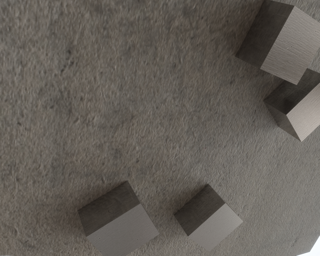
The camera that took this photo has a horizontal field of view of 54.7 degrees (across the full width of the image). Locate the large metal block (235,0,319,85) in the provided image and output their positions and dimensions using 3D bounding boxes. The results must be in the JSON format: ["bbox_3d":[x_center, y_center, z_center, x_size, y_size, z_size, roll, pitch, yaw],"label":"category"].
[{"bbox_3d":[0.162,-0.112,0.412,0.081,0.050,0.079,12,112,-34],"label":"large metal block"}]

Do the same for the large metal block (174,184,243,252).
[{"bbox_3d":[0.085,0.156,0.536,0.080,0.050,0.080,-42,130,0],"label":"large metal block"}]

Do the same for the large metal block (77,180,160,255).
[{"bbox_3d":[-0.058,0.136,0.445,0.080,0.050,0.080,-30,129,-9],"label":"large metal block"}]

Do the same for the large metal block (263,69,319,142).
[{"bbox_3d":[0.224,-0.038,0.493,0.080,0.050,0.080,-45,130,3],"label":"large metal block"}]
